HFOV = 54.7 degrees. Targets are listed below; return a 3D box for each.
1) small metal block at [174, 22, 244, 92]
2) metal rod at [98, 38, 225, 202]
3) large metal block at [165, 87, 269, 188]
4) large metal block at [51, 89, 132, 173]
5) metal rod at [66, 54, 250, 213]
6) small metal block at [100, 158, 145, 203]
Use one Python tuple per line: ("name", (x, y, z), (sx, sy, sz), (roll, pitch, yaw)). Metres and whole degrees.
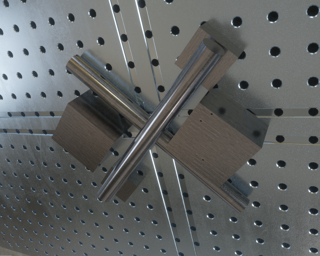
("small metal block", (0.052, -0.077, 0.337), (0.050, 0.025, 0.050), (39, 129, 1))
("metal rod", (-0.017, 0.013, 0.395), (0.025, 0.025, 0.298), (39, 129, 2))
("large metal block", (0.066, 0.011, 0.367), (0.080, 0.050, 0.080), (37, 129, 3))
("large metal block", (-0.099, 0.005, 0.451), (0.080, 0.050, 0.080), (40, 129, 1))
("metal rod", (-0.003, 0.008, 0.416), (0.300, 0.025, 0.025), (40, 129, 0))
("small metal block", (-0.060, 0.084, 0.495), (0.050, 0.025, 0.050), (38, 129, 2))
